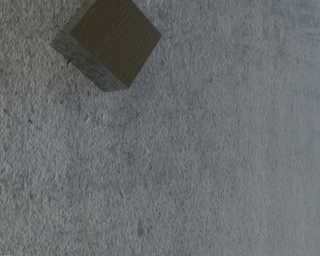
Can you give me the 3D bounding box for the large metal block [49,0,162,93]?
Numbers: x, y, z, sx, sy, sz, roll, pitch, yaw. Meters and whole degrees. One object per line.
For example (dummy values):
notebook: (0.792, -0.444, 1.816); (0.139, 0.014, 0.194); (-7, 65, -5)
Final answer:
large metal block: (-0.057, -0.097, 0.340); (0.080, 0.050, 0.080); (43, 64, -32)
